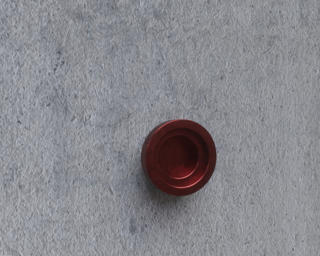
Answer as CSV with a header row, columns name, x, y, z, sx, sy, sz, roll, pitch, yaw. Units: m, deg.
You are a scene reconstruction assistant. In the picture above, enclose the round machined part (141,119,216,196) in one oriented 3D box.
name,x,y,z,sx,sy,sz,roll,pitch,yaw
round machined part,0.021,0.037,0.410,0.099,0.042,0.097,0,90,-21
